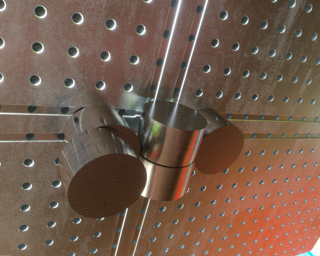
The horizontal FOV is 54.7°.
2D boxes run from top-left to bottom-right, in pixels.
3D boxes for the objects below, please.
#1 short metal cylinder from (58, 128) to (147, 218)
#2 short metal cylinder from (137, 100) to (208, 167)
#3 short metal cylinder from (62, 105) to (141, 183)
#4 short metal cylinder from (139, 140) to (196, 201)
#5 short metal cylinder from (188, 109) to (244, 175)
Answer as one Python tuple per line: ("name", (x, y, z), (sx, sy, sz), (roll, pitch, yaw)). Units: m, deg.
("short metal cylinder", (-0.060, 0.047, 0.324), (0.081, 0.050, 0.079), (-14, 124, -21))
("short metal cylinder", (0.013, 0.005, 0.386), (0.081, 0.080, 0.050), (1, 119, -29))
("short metal cylinder", (-0.070, 0.019, 0.368), (0.081, 0.050, 0.079), (-14, 124, -21))
("short metal cylinder", (0.002, 0.050, 0.407), (0.081, 0.080, 0.050), (-1, 119, -28))
("short metal cylinder", (0.072, 0.020, 0.445), (0.081, 0.050, 0.079), (-14, 124, -21))
